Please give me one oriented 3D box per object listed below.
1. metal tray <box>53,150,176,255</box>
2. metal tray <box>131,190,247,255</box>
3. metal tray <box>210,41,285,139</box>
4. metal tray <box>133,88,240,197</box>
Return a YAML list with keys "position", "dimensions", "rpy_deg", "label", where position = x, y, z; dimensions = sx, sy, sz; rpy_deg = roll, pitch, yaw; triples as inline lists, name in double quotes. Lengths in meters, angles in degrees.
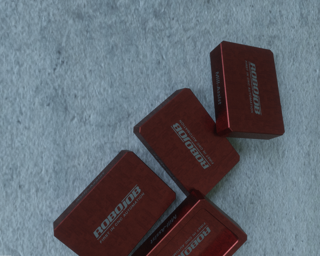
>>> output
- position: [-0.054, 0.103, 0.387]
  dimensions: [0.090, 0.030, 0.130]
  rpy_deg: [46, 75, -15]
  label: "metal tray"
- position: [0.037, 0.157, 0.403]
  dimensions: [0.090, 0.030, 0.130]
  rpy_deg: [43, 92, -16]
  label: "metal tray"
- position: [0.121, -0.051, 0.434]
  dimensions: [0.091, 0.030, 0.129]
  rpy_deg: [4, 73, -21]
  label: "metal tray"
- position: [0.038, 0.022, 0.422]
  dimensions: [0.090, 0.030, 0.130]
  rpy_deg: [-42, 104, -15]
  label: "metal tray"
